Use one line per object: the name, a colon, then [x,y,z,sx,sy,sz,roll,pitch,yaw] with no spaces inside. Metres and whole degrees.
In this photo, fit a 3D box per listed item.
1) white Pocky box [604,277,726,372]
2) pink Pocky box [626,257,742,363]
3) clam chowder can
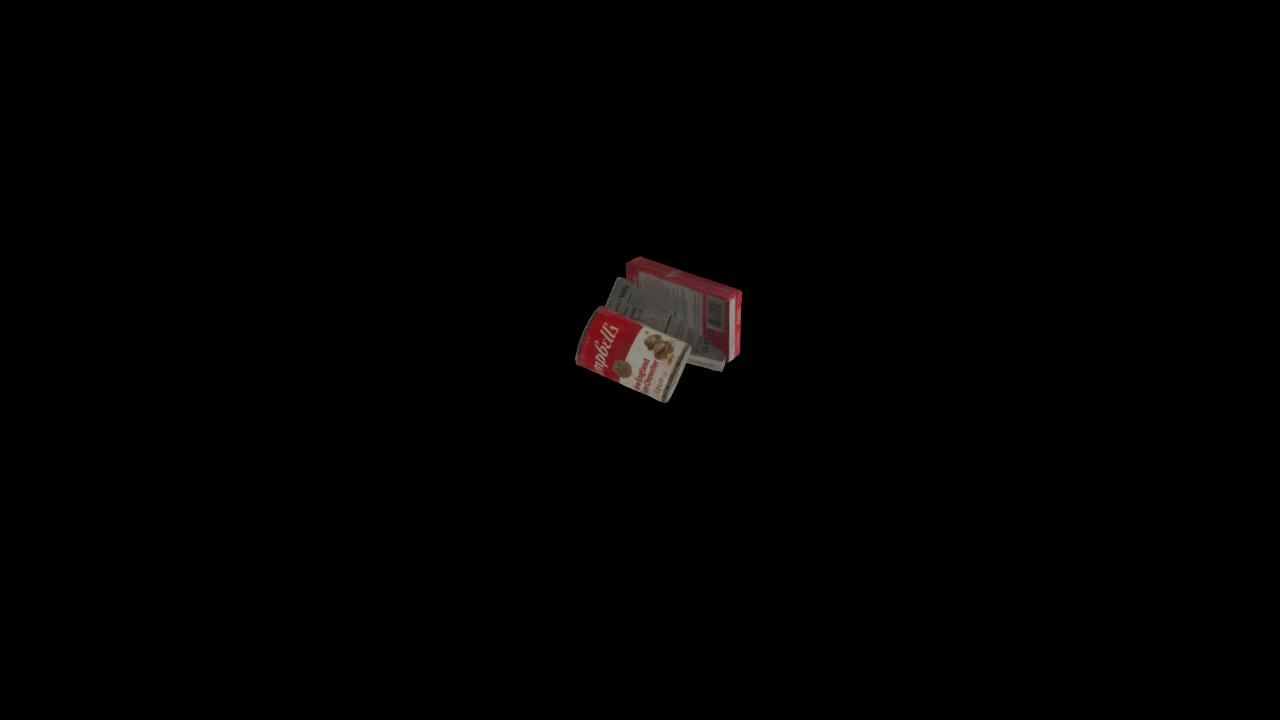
white Pocky box: [0.033,-0.043,0.723,0.154,0.084,0.028,15,-29,10]
pink Pocky box: [0.049,-0.061,0.719,0.155,0.084,0.029,25,43,36]
clam chowder can: [-0.006,-0.005,0.631,0.102,0.068,0.068,24,3,8]
